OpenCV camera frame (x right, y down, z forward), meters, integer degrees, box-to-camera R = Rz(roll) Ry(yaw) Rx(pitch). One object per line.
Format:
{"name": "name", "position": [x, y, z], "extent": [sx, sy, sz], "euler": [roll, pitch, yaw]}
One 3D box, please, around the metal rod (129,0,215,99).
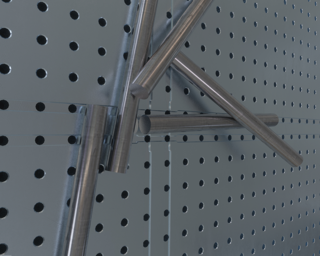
{"name": "metal rod", "position": [0.044, -0.152, 0.426], "extent": [0.025, 0.025, 0.301], "euler": [50, 55, -29]}

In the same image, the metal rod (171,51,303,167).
{"name": "metal rod", "position": [0.127, -0.021, 0.482], "extent": [0.301, 0.025, 0.025], "euler": [35, 68, -24]}

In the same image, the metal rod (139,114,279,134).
{"name": "metal rod", "position": [0.097, -0.010, 0.488], "extent": [0.302, 0.025, 0.025], "euler": [-3, 92, -40]}

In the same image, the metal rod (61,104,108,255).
{"name": "metal rod", "position": [-0.090, 0.123, 0.332], "extent": [0.025, 0.025, 0.299], "euler": [13, 82, -39]}

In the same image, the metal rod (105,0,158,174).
{"name": "metal rod", "position": [-0.027, -0.094, 0.385], "extent": [0.025, 0.025, 0.299], "euler": [16, 80, -39]}
